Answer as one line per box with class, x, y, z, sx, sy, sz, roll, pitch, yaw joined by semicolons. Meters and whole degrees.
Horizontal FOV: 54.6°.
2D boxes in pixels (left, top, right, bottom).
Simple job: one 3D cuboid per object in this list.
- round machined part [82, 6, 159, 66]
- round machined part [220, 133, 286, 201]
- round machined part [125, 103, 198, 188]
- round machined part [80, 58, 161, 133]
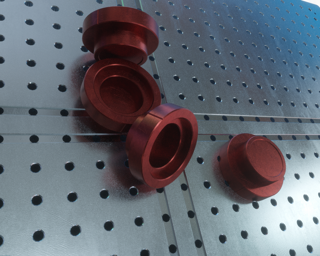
round machined part;-0.051;-0.110;0.403;0.099;0.098;0.042;6;73;-25
round machined part;0.137;0.050;0.440;0.099;0.042;0.098;13;56;-21
round machined part;-0.002;0.017;0.362;0.042;0.097;0.099;24;41;36
round machined part;-0.051;-0.037;0.392;0.099;0.042;0.098;13;56;-21
